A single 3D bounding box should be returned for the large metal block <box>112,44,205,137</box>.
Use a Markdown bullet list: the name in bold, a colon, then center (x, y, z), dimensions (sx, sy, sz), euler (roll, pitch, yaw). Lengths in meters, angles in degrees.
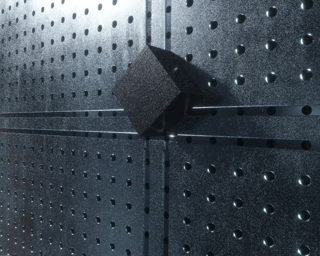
- **large metal block**: center (-0.004, -0.045, 0.395), dimensions (0.080, 0.050, 0.080), euler (-47, 62, 29)
